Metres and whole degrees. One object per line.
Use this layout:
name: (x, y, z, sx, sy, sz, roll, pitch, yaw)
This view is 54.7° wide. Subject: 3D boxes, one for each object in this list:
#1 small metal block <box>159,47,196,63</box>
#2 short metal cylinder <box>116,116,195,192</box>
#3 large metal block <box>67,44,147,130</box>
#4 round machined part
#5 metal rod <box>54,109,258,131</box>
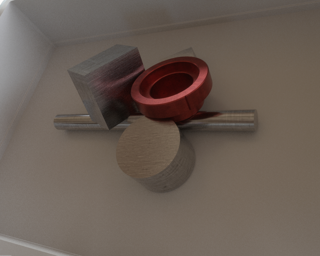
small metal block: (0.029, -0.080, 0.437, 0.050, 0.025, 0.050, -19, 54, 16)
short metal cylinder: (-0.004, 0.030, 0.369, 0.080, 0.050, 0.080, -13, 56, 20)
large metal block: (-0.063, -0.057, 0.416, 0.080, 0.080, 0.050, -36, 36, -25)
round machined part: (0.017, -0.044, 0.385, 0.098, 0.042, 0.098, -15, 39, 12)
metal rod: (-0.025, -0.009, 0.419, 0.300, 0.025, 0.025, 0, 62, 27)
